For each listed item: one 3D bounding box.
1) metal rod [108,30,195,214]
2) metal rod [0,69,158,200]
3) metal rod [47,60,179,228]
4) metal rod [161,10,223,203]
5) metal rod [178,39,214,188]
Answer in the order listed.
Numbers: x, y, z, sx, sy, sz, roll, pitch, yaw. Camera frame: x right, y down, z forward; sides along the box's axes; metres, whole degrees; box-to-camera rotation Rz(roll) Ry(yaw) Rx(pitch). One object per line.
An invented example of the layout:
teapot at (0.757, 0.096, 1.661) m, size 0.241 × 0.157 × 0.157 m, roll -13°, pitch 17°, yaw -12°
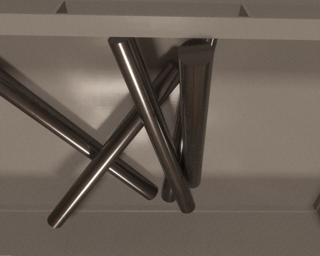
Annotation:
metal rod at (0.003, 0.020, 0.385) m, size 0.025 × 0.025 × 0.299 m, roll -12°, pitch 133°, yaw 10°
metal rod at (-0.109, 0.018, 0.422) m, size 0.025 × 0.025 × 0.300 m, roll -33°, pitch 124°, yaw 24°
metal rod at (-0.069, 0.036, 0.409) m, size 0.025 × 0.025 × 0.299 m, roll 30°, pitch 115°, yaw -23°
metal rod at (0.033, -0.002, 0.408) m, size 0.025 × 0.025 × 0.298 m, roll 5°, pitch 130°, yaw -5°
metal rod at (0.038, 0.015, 0.349) m, size 0.025 × 0.025 × 0.299 m, roll -4°, pitch 153°, yaw 3°
